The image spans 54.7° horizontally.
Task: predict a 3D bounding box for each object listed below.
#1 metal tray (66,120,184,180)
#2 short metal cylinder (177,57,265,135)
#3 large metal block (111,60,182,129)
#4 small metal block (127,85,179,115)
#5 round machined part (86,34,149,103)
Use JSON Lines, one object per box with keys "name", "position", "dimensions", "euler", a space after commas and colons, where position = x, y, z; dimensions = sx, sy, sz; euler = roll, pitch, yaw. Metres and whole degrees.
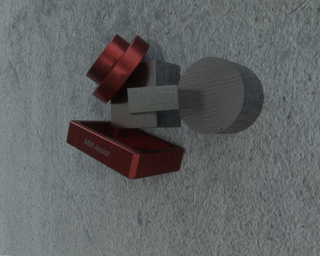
{"name": "metal tray", "position": [-0.046, 0.022, 0.402], "dimensions": [0.130, 0.091, 0.030], "euler": [22, 104, 38]}
{"name": "short metal cylinder", "position": [0.065, -0.033, 0.338], "dimensions": [0.080, 0.050, 0.080], "euler": [0, 90, 40]}
{"name": "large metal block", "position": [-0.019, -0.040, 0.407], "dimensions": [0.080, 0.050, 0.080], "euler": [-2, 89, 40]}
{"name": "small metal block", "position": [-0.007, -0.029, 0.337], "dimensions": [0.050, 0.050, 0.025], "euler": [-5, 89, -2]}
{"name": "round machined part", "position": [-0.060, -0.084, 0.408], "dimensions": [0.042, 0.098, 0.098], "euler": [37, 122, -15]}
